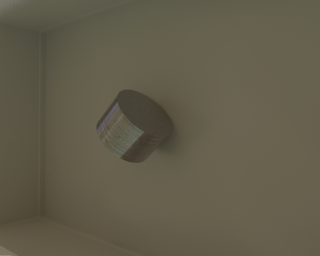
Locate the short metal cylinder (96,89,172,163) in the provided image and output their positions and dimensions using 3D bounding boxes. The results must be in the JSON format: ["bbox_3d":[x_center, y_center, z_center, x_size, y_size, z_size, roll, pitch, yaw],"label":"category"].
[{"bbox_3d":[-0.032,-0.003,0.392,0.050,0.081,0.080,-49,62,29],"label":"short metal cylinder"}]
